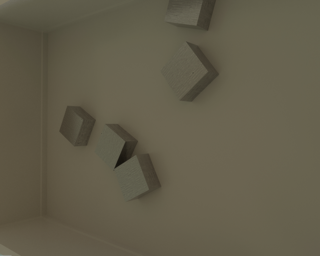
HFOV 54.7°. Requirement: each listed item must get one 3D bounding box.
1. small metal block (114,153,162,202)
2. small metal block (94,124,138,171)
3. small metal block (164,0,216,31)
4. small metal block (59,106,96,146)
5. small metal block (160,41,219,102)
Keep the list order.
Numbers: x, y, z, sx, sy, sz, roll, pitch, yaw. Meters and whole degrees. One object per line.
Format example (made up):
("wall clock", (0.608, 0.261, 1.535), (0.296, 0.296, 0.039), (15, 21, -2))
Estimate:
("small metal block", (-0.032, 0.070, 0.434), (0.050, 0.025, 0.050), (-34, 69, 34))
("small metal block", (-0.066, 0.028, 0.462), (0.050, 0.025, 0.050), (37, 113, 34))
("small metal block", (0.038, -0.149, 0.376), (0.050, 0.025, 0.050), (23, 104, 37))
("small metal block", (-0.140, -0.004, 0.523), (0.050, 0.025, 0.050), (36, 112, 34))
("small metal block", (0.035, -0.068, 0.378), (0.050, 0.025, 0.050), (-45, 63, 30))
